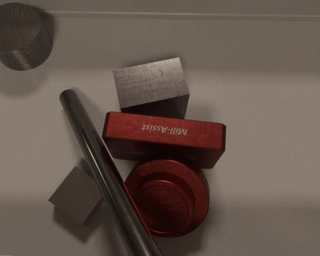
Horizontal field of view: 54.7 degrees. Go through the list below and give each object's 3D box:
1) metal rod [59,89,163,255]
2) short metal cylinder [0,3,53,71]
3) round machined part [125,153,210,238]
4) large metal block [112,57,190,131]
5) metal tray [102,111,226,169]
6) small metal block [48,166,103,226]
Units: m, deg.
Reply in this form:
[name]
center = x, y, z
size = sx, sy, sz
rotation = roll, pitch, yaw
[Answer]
[metal rod]
center = -0.058, 0.046, 0.325
size = 0.025, 0.025, 0.300
rotation = -28, 47, -10
[short metal cylinder]
center = -0.202, -0.129, 0.441
size = 0.081, 0.050, 0.080
rotation = 0, 70, 0
[round machined part]
center = 0.005, 0.081, 0.345
size = 0.098, 0.042, 0.097
rotation = 3, 106, 10
[large metal block]
center = -0.011, -0.040, 0.395
size = 0.081, 0.080, 0.050
rotation = -12, 71, -5
[metal tray]
center = 0.005, 0.018, 0.368
size = 0.131, 0.090, 0.030
rotation = 6, 69, 2
[small metal block]
center = -0.097, 0.083, 0.378
size = 0.050, 0.025, 0.050
rotation = 33, 73, 11
